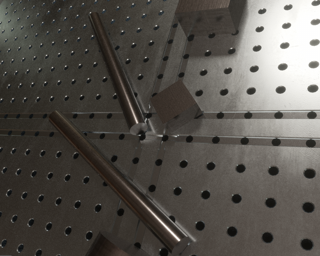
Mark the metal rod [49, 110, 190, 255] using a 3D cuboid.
[{"bbox_3d":[-0.074,0.053,0.412,0.025,0.025,0.300,-49,52,-6],"label":"metal rod"}]

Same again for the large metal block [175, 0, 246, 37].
[{"bbox_3d":[0.078,-0.187,0.465,0.080,0.050,0.080,6,64,30],"label":"large metal block"}]

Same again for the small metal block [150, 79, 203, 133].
[{"bbox_3d":[0.021,-0.030,0.414,0.050,0.025,0.050,-33,52,6],"label":"small metal block"}]

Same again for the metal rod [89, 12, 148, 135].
[{"bbox_3d":[-0.078,-0.106,0.512,0.025,0.025,0.300,-31,52,8],"label":"metal rod"}]

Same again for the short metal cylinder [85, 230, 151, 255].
[{"bbox_3d":[-0.038,0.144,0.303,0.080,0.080,0.050,20,73,35],"label":"short metal cylinder"}]
